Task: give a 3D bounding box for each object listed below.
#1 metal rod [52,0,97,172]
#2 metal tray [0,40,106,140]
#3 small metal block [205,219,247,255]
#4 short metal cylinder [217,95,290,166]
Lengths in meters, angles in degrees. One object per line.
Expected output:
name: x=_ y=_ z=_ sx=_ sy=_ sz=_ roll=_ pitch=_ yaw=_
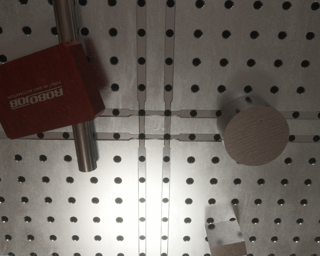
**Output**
metal rod: x=-0.108 y=-0.084 z=0.381 sx=0.025 sy=0.025 sz=0.298 roll=-3 pitch=110 yaw=0
metal tray: x=-0.142 y=-0.043 z=0.374 sx=0.130 sy=0.030 sz=0.089 roll=-12 pitch=107 yaw=18
small metal block: x=0.097 y=0.167 z=0.463 sx=0.050 sy=0.050 sz=0.025 roll=-13 pitch=110 yaw=4
short metal cylinder: x=0.118 y=0.002 z=0.403 sx=0.081 sy=0.050 sz=0.079 roll=0 pitch=110 yaw=-1
